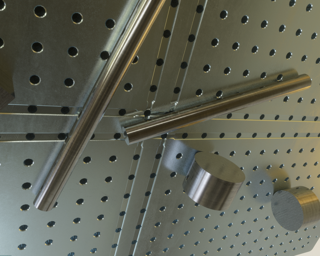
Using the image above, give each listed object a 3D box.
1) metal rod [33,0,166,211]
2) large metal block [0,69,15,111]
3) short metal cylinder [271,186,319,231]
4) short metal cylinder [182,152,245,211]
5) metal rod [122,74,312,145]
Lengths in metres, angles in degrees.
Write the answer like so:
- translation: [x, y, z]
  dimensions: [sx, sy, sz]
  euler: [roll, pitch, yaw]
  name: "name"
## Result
- translation: [-0.072, -0.028, 0.354]
  dimensions: [0.025, 0.025, 0.299]
  euler: [21, 107, -36]
  name: "metal rod"
- translation: [-0.190, -0.035, 0.269]
  dimensions: [0.080, 0.050, 0.080]
  euler: [-42, 130, 0]
  name: "large metal block"
- translation: [0.273, 0.161, 0.625]
  dimensions: [0.050, 0.080, 0.079]
  euler: [-6, 121, -25]
  name: "short metal cylinder"
- translation: [0.080, 0.078, 0.468]
  dimensions: [0.081, 0.080, 0.050]
  euler: [8, 115, -32]
  name: "short metal cylinder"
- translation: [0.093, -0.032, 0.442]
  dimensions: [0.302, 0.025, 0.025]
  euler: [-17, 125, -19]
  name: "metal rod"
